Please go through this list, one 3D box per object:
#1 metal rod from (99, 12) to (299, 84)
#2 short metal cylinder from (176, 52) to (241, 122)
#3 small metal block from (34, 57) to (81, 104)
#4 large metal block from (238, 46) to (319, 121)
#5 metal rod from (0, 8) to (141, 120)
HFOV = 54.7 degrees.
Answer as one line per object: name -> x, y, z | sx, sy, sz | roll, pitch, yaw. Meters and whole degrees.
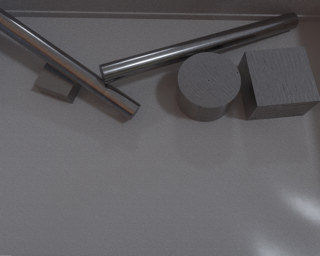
metal rod -> 0.065, -0.116, 0.432 | 0.302, 0.025, 0.025 | -19, 71, -16
short metal cylinder -> 0.063, -0.054, 0.417 | 0.081, 0.050, 0.080 | 0, 70, 0
small metal block -> -0.137, -0.068, 0.433 | 0.050, 0.025, 0.050 | 20, 71, 6
large metal block -> 0.156, -0.059, 0.420 | 0.081, 0.050, 0.080 | -5, 70, -2
metal rod -> -0.156, -0.106, 0.409 | 0.301, 0.025, 0.025 | 35, 73, 1
